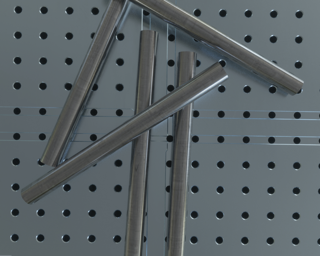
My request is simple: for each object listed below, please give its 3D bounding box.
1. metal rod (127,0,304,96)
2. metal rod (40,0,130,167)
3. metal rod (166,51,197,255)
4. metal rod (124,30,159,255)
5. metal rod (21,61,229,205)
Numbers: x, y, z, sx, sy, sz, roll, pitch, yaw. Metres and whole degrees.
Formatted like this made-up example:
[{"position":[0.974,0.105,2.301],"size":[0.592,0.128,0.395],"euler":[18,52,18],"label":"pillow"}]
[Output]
[{"position":[0.052,-0.125,0.398],"size":[0.301,0.025,0.025],"euler":[28,90,-6],"label":"metal rod"},{"position":[-0.088,-0.090,0.412],"size":[0.025,0.025,0.299],"euler":[23,90,0],"label":"metal rod"},{"position":[0.028,0.050,0.413],"size":[0.025,0.025,0.298],"euler":[3,90,0],"label":"metal rod"},{"position":[-0.025,0.022,0.413],"size":[0.025,0.025,0.298],"euler":[4,90,0],"label":"metal rod"},{"position":[-0.050,0.011,0.391],"size":[0.300,0.025,0.025],"euler":[-32,90,8],"label":"metal rod"}]
